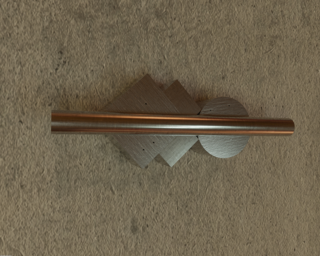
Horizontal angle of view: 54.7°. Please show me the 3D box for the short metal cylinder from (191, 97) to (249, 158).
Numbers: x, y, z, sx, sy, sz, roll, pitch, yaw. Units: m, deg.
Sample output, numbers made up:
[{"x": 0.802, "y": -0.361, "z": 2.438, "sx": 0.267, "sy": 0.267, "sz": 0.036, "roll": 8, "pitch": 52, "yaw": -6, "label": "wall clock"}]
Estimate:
[{"x": 0.075, "y": -0.001, "z": 0.424, "sx": 0.081, "sy": 0.050, "sz": 0.080, "roll": 0, "pitch": 90, "yaw": -20, "label": "short metal cylinder"}]

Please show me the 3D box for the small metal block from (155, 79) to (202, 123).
[{"x": 0.019, "y": -0.033, "z": 0.405, "sx": 0.025, "sy": 0.050, "sz": 0.050, "roll": -44, "pitch": 105, "yaw": -14, "label": "small metal block"}]

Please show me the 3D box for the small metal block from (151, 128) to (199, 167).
[{"x": 0.015, "y": 0.022, "z": 0.404, "sx": 0.050, "sy": 0.050, "sz": 0.025, "roll": -44, "pitch": 104, "yaw": -15, "label": "small metal block"}]

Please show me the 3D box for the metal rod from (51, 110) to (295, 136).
[{"x": 0.031, "y": -0.004, "z": 0.367, "sx": 0.302, "sy": 0.025, "sz": 0.025, "roll": 1, "pitch": 90, "yaw": -20, "label": "metal rod"}]

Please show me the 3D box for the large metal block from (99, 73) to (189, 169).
[{"x": -0.026, "y": -0.008, "z": 0.386, "sx": 0.080, "sy": 0.050, "sz": 0.080, "roll": -44, "pitch": 104, "yaw": -15, "label": "large metal block"}]
